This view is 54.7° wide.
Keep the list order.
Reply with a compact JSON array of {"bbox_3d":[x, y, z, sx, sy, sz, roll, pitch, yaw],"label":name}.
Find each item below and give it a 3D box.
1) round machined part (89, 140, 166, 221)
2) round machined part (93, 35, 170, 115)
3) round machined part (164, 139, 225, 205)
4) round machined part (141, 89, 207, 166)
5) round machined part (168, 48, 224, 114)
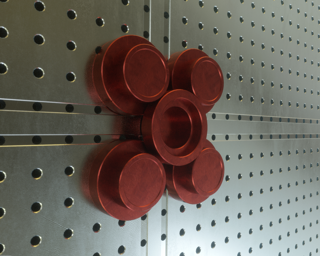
[{"bbox_3d":[-0.031,0.063,0.374,0.099,0.042,0.097,0,90,-40],"label":"round machined part"},{"bbox_3d":[-0.027,-0.064,0.376,0.099,0.042,0.097,0,90,-40],"label":"round machined part"},{"bbox_3d":[0.055,0.061,0.446,0.099,0.042,0.097,0,90,-40],"label":"round machined part"},{"bbox_3d":[0.015,-0.001,0.410,0.099,0.042,0.097,0,90,-40],"label":"round machined part"},{"bbox_3d":[0.054,-0.065,0.445,0.099,0.042,0.097,0,90,-40],"label":"round machined part"}]
